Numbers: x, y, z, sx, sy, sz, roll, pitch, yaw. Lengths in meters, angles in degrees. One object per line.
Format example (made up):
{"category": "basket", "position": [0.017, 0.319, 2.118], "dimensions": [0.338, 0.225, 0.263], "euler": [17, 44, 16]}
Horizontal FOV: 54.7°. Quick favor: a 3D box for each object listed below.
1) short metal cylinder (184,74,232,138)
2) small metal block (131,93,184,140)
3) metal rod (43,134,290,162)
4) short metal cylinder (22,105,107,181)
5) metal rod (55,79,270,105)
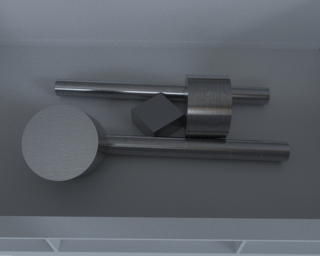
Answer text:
{"category": "short metal cylinder", "position": [0.057, -0.027, 0.391], "dimensions": [0.050, 0.080, 0.080], "euler": [1, 50, 1]}
{"category": "small metal block", "position": [-0.003, -0.013, 0.414], "dimensions": [0.050, 0.025, 0.050], "euler": [-31, 57, -24]}
{"category": "metal rod", "position": [0.004, 0.023, 0.383], "dimensions": [0.302, 0.025, 0.025], "euler": [2, 50, 1]}
{"category": "short metal cylinder", "position": [-0.104, 0.018, 0.348], "dimensions": [0.081, 0.050, 0.080], "euler": [0, 84, 1]}
{"category": "metal rod", "position": [0.003, -0.052, 0.446], "dimensions": [0.302, 0.025, 0.025], "euler": [3, 50, 1]}
